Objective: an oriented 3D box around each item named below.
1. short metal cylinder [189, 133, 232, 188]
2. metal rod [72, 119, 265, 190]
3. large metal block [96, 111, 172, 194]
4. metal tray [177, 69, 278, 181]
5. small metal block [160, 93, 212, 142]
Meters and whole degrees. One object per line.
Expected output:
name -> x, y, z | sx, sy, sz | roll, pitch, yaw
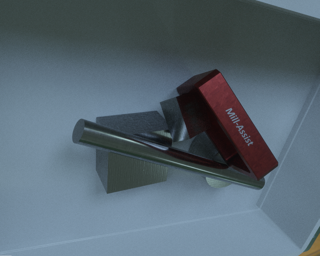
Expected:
short metal cylinder -> 0.090, 0.043, 0.469 | 0.081, 0.050, 0.079 | -14, 125, -21
metal rod -> 0.036, 0.043, 0.389 | 0.302, 0.025, 0.025 | 19, 108, -36
large metal block -> -0.034, 0.028, 0.391 | 0.081, 0.050, 0.079 | -8, 122, -25
metal tray -> 0.077, -0.005, 0.374 | 0.030, 0.090, 0.130 | -36, 100, -6
small metal block -> 0.032, -0.015, 0.373 | 0.050, 0.025, 0.050 | -23, 96, -48
